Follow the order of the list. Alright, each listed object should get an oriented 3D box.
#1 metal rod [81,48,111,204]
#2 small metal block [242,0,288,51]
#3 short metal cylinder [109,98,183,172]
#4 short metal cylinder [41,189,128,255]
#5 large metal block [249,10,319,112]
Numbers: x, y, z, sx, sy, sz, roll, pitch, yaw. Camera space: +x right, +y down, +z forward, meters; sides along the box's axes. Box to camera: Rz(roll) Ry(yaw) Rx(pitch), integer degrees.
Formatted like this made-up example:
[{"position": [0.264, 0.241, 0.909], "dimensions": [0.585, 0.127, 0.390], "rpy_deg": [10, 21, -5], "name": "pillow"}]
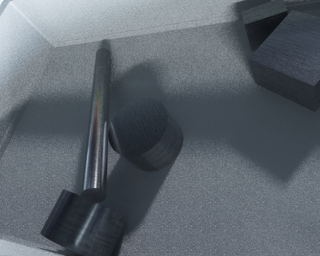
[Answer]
[{"position": [-0.081, -0.029, 0.420], "dimensions": [0.025, 0.025, 0.300], "rpy_deg": [-25, 39, 13], "name": "metal rod"}, {"position": [0.137, -0.131, 0.398], "dimensions": [0.050, 0.050, 0.025], "rpy_deg": [-13, 57, 20], "name": "small metal block"}, {"position": [-0.017, 0.009, 0.392], "dimensions": [0.080, 0.050, 0.080], "rpy_deg": [-13, 56, 20], "name": "short metal cylinder"}, {"position": [-0.083, 0.108, 0.346], "dimensions": [0.080, 0.080, 0.050], "rpy_deg": [11, 68, 32], "name": "short metal cylinder"}, {"position": [0.163, -0.078, 0.352], "dimensions": [0.080, 0.050, 0.080], "rpy_deg": [-48, 52, -6], "name": "large metal block"}]
